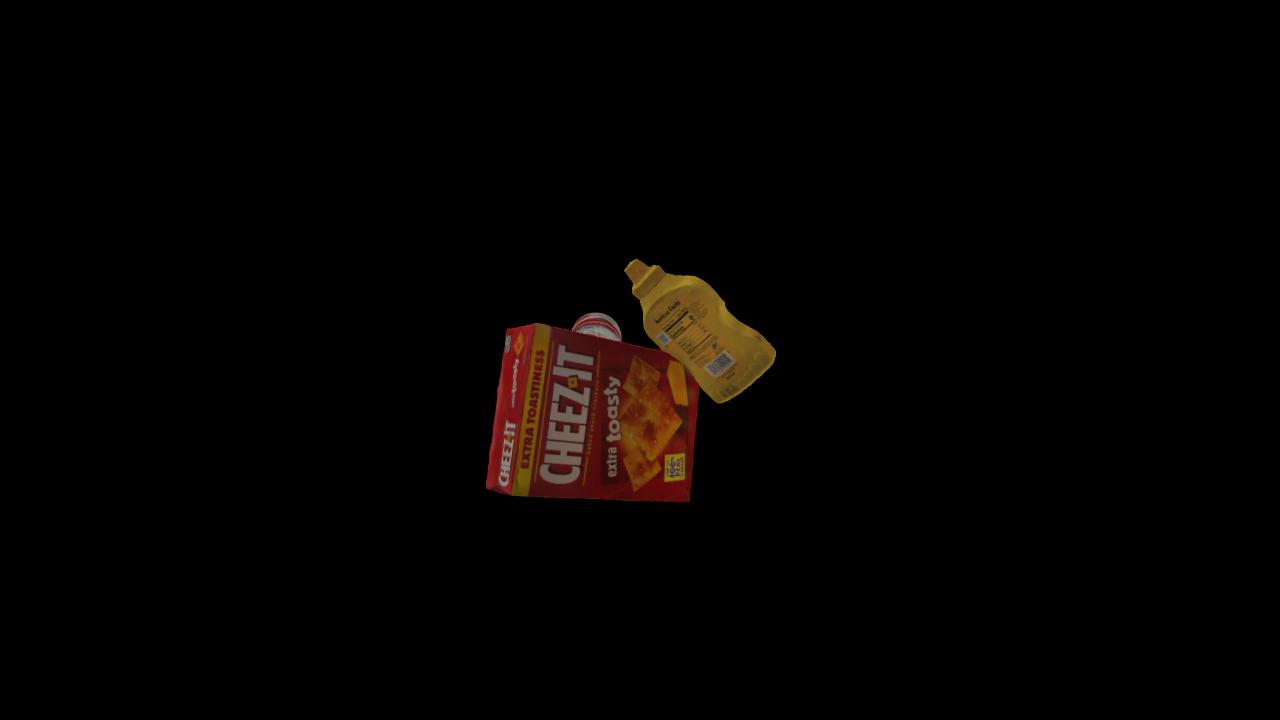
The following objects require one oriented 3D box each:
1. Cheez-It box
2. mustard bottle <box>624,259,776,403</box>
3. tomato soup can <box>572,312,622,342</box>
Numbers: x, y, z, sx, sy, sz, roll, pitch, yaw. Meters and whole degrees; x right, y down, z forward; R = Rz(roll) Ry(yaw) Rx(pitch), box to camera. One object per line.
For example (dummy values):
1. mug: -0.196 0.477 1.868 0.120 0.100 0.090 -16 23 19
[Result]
1. Cheez-It box: -0.041 0.062 0.654 0.223 0.166 0.071 12 -10 -36
2. mustard bottle: 0.054 -0.041 0.668 0.092 0.184 0.054 -41 10 36
3. tomato soup can: -0.055 -0.019 0.756 0.068 0.068 0.101 0 13 -2
